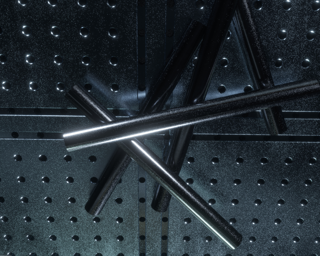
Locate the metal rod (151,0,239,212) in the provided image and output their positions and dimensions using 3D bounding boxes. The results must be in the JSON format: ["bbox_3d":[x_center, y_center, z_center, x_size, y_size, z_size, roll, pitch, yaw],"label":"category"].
[{"bbox_3d":[0.037,-0.015,0.397,0.025,0.025,0.298,14,114,-6],"label":"metal rod"}]

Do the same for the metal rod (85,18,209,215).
[{"bbox_3d":[-0.025,-0.002,0.412,0.025,0.025,0.298,28,107,-10],"label":"metal rod"}]

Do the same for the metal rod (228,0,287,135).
[{"bbox_3d":[0.101,-0.125,0.368,0.025,0.025,0.299,-22,109,7],"label":"metal rod"}]

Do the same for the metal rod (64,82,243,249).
[{"bbox_3d":[-0.001,0.056,0.403,0.025,0.025,0.300,-43,102,14],"label":"metal rod"}]

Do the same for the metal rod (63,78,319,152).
[{"bbox_3d":[0.040,-0.017,0.367,0.302,0.025,0.025,-12,110,-4],"label":"metal rod"}]
